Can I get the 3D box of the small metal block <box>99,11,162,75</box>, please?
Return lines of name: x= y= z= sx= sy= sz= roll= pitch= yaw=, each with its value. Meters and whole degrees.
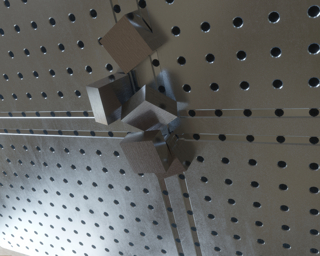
small metal block: x=-0.035 y=-0.101 z=0.368 sx=0.050 sy=0.025 sz=0.050 roll=-32 pitch=101 yaw=38

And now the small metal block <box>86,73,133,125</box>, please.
small metal block: x=-0.062 y=-0.038 z=0.402 sx=0.025 sy=0.050 sz=0.050 roll=15 pitch=126 yaw=40

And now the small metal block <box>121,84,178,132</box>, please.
small metal block: x=-0.014 y=-0.021 z=0.391 sx=0.050 sy=0.025 sz=0.050 roll=25 pitch=137 yaw=-32

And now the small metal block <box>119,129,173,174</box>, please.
small metal block: x=-0.017 y=0.032 z=0.406 sx=0.050 sy=0.025 sz=0.050 roll=-7 pitch=119 yaw=31

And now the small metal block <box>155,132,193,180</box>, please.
small metal block: x=0.008 y=0.040 z=0.432 sx=0.050 sy=0.025 sz=0.050 roll=-26 pitch=104 yaw=37
